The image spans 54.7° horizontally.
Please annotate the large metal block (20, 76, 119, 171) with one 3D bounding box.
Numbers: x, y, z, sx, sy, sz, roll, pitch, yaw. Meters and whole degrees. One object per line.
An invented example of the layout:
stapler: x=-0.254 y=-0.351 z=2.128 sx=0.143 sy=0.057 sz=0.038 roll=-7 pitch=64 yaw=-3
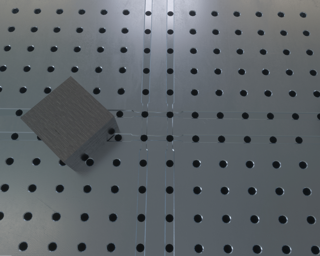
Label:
large metal block: x=-0.113 y=-0.005 z=0.399 sx=0.080 sy=0.050 sz=0.080 roll=42 pitch=75 yaw=13
